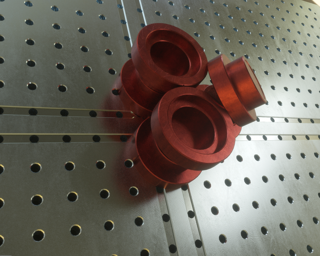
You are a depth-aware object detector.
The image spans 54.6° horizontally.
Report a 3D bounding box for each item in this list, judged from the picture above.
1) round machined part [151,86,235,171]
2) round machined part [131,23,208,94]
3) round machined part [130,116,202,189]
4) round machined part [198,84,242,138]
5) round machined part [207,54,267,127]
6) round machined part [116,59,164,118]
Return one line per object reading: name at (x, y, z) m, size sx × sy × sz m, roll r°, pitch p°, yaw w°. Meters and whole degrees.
round machined part at (0.034, 0.004, 0.358) m, size 0.099 × 0.042 × 0.098 m, roll 13°, pitch 56°, yaw -21°
round machined part at (0.009, -0.083, 0.398) m, size 0.099 × 0.042 × 0.098 m, roll 13°, pitch 56°, yaw -21°
round machined part at (0.015, 0.024, 0.391) m, size 0.099 × 0.042 × 0.098 m, roll 13°, pitch 56°, yaw -21°
round machined part at (0.081, -0.025, 0.456) m, size 0.099 × 0.042 × 0.098 m, roll 13°, pitch 56°, yaw -21°
round machined part at (0.105, -0.054, 0.405) m, size 0.098 × 0.042 × 0.098 m, roll 45°, pitch 30°, yaw -35°
round machined part at (-0.008, -0.063, 0.432) m, size 0.099 × 0.042 × 0.098 m, roll 13°, pitch 56°, yaw -21°
